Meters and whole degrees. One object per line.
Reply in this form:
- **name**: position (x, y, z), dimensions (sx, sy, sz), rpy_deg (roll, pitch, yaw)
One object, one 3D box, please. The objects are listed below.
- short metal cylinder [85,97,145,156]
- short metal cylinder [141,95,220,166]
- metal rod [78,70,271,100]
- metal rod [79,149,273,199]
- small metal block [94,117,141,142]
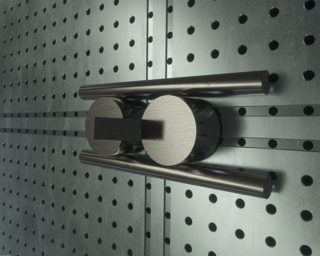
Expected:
- **short metal cylinder**: position (-0.060, -0.002, 0.439), dimensions (0.080, 0.050, 0.079), rpy_deg (0, 90, 40)
- **short metal cylinder**: position (0.023, 0.003, 0.369), dimensions (0.080, 0.050, 0.079), rpy_deg (0, 90, 40)
- **metal rod**: position (-0.007, -0.052, 0.411), dimensions (0.300, 0.025, 0.025), rpy_deg (3, 92, 39)
- **metal rod**: position (-0.006, 0.053, 0.410), dimensions (0.300, 0.025, 0.025), rpy_deg (3, 92, 39)
- **small metal block**: position (-0.049, 0.001, 0.368), dimensions (0.050, 0.050, 0.025), rpy_deg (3, 92, -3)
